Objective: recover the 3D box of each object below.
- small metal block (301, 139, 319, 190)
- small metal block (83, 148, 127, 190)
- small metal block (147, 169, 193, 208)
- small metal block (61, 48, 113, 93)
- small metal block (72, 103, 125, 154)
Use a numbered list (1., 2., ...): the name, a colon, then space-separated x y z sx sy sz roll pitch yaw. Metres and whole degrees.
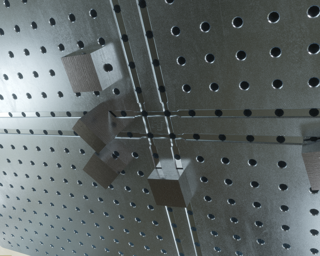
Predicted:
1. small metal block: 0.187 0.039 0.336 0.050 0.025 0.050 -11 113 33
2. small metal block: -0.089 0.064 0.498 0.050 0.025 0.050 41 129 0
3. small metal block: 0.015 0.088 0.458 0.050 0.025 0.050 -3 117 29
4. small metal block: -0.098 -0.077 0.416 0.050 0.025 0.050 0 119 28
5. small metal block: -0.086 0.000 0.441 0.050 0.050 0.025 44 129 -3
